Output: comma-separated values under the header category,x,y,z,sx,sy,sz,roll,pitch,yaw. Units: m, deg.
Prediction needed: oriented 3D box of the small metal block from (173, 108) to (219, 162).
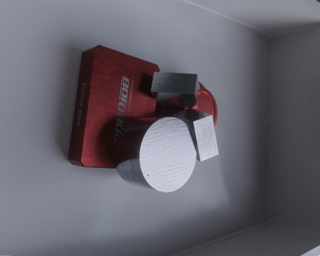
category,x,y,z,sx,sy,sz,roll,pitch,yaw
small metal block,0.043,0.007,0.375,0.025,0.050,0.050,-19,110,-20

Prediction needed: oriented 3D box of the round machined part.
category,x,y,z,sx,sy,sz,roll,pitch,yaw
round machined part,0.043,-0.021,0.431,0.099,0.042,0.097,0,90,-40

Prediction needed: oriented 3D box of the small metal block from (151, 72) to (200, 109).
category,x,y,z,sx,sy,sz,roll,pitch,yaw
small metal block,0.021,-0.045,0.374,0.050,0.050,0.025,54,43,-71

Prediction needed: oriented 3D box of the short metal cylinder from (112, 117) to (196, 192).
category,x,y,z,sx,sy,sz,roll,pitch,yaw
short metal cylinder,-0.005,0.028,0.347,0.081,0.050,0.079,0,90,-40

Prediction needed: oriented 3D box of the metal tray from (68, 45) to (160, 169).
category,x,y,z,sx,sy,sz,roll,pitch,yaw
metal tray,-0.050,-0.019,0.358,0.091,0.030,0.129,10,84,-40
